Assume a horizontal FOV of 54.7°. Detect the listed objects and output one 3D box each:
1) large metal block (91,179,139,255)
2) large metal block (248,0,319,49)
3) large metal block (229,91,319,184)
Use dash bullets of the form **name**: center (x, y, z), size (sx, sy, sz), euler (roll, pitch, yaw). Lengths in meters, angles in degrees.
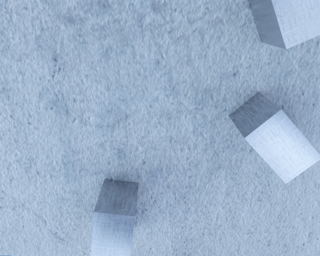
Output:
- **large metal block**: center (-0.061, 0.128, 0.427), size (0.050, 0.080, 0.079), euler (7, 110, -3)
- **large metal block**: center (0.133, -0.136, 0.332), size (0.050, 0.080, 0.080), euler (-23, 109, 8)
- **large metal block**: center (0.139, 0.009, 0.386), size (0.050, 0.080, 0.080), euler (-41, 105, 13)
